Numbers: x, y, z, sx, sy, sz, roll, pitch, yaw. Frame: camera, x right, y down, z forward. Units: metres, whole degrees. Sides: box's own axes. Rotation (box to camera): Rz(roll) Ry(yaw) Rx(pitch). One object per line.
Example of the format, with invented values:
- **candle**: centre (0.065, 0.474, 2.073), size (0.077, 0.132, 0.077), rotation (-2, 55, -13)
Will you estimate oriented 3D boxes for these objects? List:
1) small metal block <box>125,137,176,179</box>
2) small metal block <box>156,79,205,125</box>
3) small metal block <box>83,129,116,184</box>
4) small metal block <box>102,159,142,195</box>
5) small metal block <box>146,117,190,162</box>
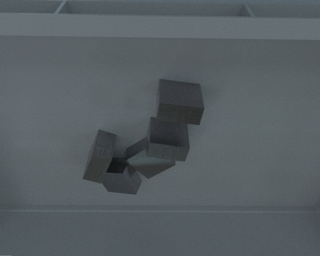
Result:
- **small metal block**: centre (-0.013, 0.041, 0.444), size (0.050, 0.025, 0.050), rotation (-31, 124, 23)
- **small metal block**: centre (0.022, -0.031, 0.366), size (0.050, 0.050, 0.025), rotation (6, 130, -6)
- **small metal block**: centre (-0.083, 0.039, 0.425), size (0.025, 0.050, 0.050), rotation (18, 128, -15)
- **small metal block**: centre (-0.062, 0.072, 0.459), size (0.050, 0.025, 0.050), rotation (-1, 134, 27)
- **small metal block**: centre (0.010, 0.014, 0.405), size (0.050, 0.050, 0.025), rotation (9, 130, -8)
